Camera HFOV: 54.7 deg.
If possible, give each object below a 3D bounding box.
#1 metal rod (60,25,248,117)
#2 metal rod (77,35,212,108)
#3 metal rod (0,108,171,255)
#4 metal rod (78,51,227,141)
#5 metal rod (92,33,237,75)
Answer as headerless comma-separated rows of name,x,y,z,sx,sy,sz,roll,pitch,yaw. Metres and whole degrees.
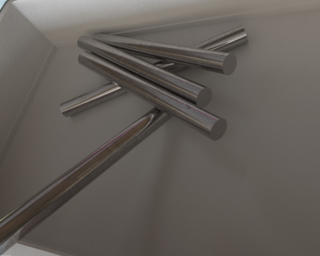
metal rod,-0.019,-0.079,0.464,0.301,0.025,0.025,-20,54,16
metal rod,-0.043,-0.094,0.453,0.025,0.025,0.300,-51,47,-7
metal rod,-0.074,0.043,0.327,0.025,0.025,0.302,19,42,35
metal rod,-0.033,-0.057,0.418,0.025,0.025,0.300,-51,47,-7
metal rod,-0.017,-0.117,0.459,0.300,0.025,0.025,25,75,45
